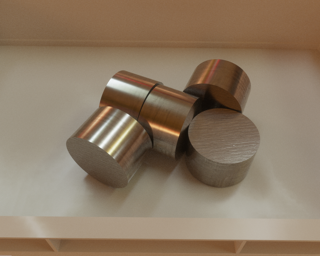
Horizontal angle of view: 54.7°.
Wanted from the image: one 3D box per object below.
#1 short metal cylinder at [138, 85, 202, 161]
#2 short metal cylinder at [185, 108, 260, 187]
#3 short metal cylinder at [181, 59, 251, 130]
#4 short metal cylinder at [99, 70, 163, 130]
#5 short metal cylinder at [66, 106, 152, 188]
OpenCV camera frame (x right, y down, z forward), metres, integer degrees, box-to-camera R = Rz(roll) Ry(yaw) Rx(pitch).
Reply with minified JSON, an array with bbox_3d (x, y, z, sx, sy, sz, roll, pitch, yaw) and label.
[{"bbox_3d":[0.012,-0.007,0.374,0.050,0.080,0.080,21,53,16],"label":"short metal cylinder"},{"bbox_3d":[0.072,0.023,0.368,0.081,0.050,0.080,0,50,0],"label":"short metal cylinder"},{"bbox_3d":[0.072,-0.042,0.403,0.080,0.080,0.050,18,52,14],"label":"short metal cylinder"},{"bbox_3d":[-0.034,-0.027,0.389,0.050,0.080,0.080,20,53,16],"label":"short metal cylinder"},{"bbox_3d":[-0.056,0.022,0.348,0.080,0.080,0.050,23,54,18],"label":"short metal cylinder"}]
